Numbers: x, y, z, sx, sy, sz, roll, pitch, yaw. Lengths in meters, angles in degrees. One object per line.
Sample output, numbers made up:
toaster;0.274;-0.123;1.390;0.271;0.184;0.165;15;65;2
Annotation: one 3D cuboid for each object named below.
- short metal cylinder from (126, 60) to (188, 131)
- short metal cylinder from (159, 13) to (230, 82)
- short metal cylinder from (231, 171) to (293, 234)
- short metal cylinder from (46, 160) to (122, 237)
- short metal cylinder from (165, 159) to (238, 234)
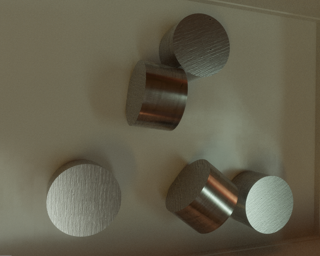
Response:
short metal cylinder;-0.006;-0.039;0.379;0.050;0.080;0.080;8;87;-20
short metal cylinder;0.045;-0.105;0.413;0.081;0.050;0.080;0;90;-20
short metal cylinder;0.143;0.106;0.450;0.081;0.050;0.080;0;90;-20
short metal cylinder;-0.090;0.079;0.364;0.081;0.050;0.080;0;90;-20
short metal cylinder;0.053;0.087;0.401;0.050;0.080;0.080;40;77;-16
